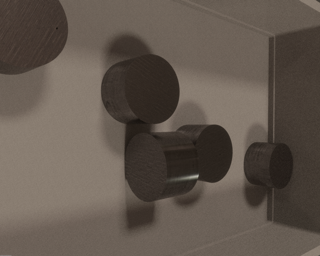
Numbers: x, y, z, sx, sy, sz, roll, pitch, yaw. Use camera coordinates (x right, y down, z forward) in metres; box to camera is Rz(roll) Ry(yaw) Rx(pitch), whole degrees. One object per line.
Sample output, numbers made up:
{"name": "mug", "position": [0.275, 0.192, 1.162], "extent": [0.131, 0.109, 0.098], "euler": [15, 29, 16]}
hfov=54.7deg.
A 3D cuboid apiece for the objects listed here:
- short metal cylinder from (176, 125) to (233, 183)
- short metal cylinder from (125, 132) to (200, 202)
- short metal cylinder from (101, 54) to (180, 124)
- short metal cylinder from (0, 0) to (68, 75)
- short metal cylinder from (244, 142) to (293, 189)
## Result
{"name": "short metal cylinder", "position": [0.059, 0.035, 0.442], "extent": [0.081, 0.050, 0.079], "euler": [0, 90, -40]}
{"name": "short metal cylinder", "position": [0.001, 0.045, 0.373], "extent": [0.050, 0.080, 0.079], "euler": [-1, 91, -40]}
{"name": "short metal cylinder", "position": [-0.023, -0.044, 0.373], "extent": [0.081, 0.050, 0.079], "euler": [0, 90, -40]}
{"name": "short metal cylinder", "position": [-0.132, -0.091, 0.280], "extent": [0.081, 0.050, 0.079], "euler": [0, 90, -40]}
{"name": "short metal cylinder", "position": [0.196, 0.066, 0.558], "extent": [0.081, 0.050, 0.079], "euler": [0, 90, -40]}
